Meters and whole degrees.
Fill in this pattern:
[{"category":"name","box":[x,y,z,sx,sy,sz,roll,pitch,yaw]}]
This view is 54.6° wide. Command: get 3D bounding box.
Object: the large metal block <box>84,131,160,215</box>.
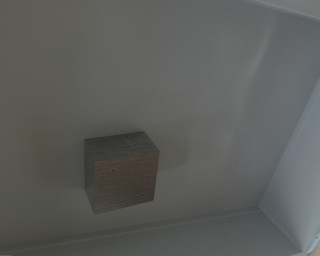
[{"category":"large metal block","box":[-0.051,0.056,0.398,0.081,0.050,0.079,-8,122,-25]}]
